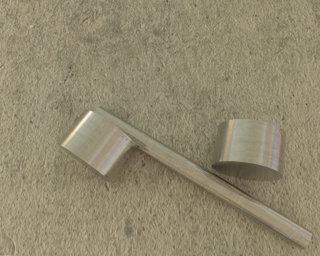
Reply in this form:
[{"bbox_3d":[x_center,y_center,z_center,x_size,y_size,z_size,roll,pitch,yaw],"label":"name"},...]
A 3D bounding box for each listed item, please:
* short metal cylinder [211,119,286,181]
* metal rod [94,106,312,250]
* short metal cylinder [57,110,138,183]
[{"bbox_3d":[0.106,0.028,0.370,0.080,0.080,0.050,12,71,4],"label":"short metal cylinder"},{"bbox_3d":[0.043,0.056,0.388,0.301,0.025,0.025,30,73,10],"label":"metal rod"},{"bbox_3d":[-0.074,0.023,0.370,0.080,0.080,0.050,32,73,11],"label":"short metal cylinder"}]
